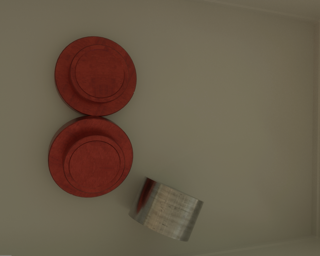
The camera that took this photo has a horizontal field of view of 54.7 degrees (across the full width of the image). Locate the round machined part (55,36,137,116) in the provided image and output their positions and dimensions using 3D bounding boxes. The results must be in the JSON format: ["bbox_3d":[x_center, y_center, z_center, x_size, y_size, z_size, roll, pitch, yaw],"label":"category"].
[{"bbox_3d":[-0.075,-0.062,0.374,0.099,0.042,0.097,0,90,-21],"label":"round machined part"}]

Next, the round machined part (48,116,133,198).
[{"bbox_3d":[-0.079,0.037,0.363,0.099,0.042,0.097,-5,104,-19],"label":"round machined part"}]

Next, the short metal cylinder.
[{"bbox_3d":[0.008,0.099,0.385,0.080,0.080,0.050,26,81,-19],"label":"short metal cylinder"}]
